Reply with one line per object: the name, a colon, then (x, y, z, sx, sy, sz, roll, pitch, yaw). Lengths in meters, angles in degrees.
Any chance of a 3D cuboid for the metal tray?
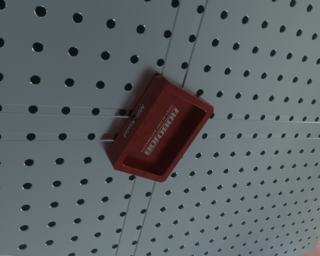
metal tray: (0.001, 0.005, 0.411, 0.090, 0.030, 0.129, 24, 106, -37)
